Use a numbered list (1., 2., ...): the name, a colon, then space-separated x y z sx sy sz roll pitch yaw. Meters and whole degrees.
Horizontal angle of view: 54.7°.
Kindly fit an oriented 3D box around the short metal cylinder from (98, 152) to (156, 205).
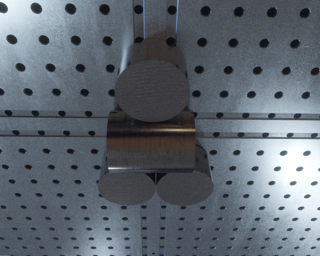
1. short metal cylinder: -0.046 0.068 0.452 0.081 0.050 0.079 0 130 0

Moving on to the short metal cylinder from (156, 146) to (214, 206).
1. short metal cylinder: 0.035 0.069 0.453 0.081 0.050 0.079 0 130 0

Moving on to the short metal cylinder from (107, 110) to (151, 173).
1. short metal cylinder: -0.036 0.017 0.390 0.050 0.080 0.079 0 130 -1

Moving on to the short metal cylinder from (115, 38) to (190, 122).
1. short metal cylinder: -0.008 -0.053 0.350 0.081 0.050 0.079 0 130 0

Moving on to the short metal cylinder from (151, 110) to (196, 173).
1. short metal cylinder: 0.015 0.017 0.391 0.050 0.080 0.079 0 130 -1
